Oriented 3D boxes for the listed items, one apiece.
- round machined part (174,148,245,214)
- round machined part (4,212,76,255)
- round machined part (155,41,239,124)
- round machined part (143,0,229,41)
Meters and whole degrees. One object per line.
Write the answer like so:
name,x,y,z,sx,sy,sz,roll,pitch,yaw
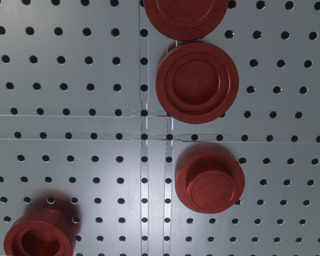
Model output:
round machined part,0.070,0.080,0.434,0.099,0.042,0.097,0,110,0
round machined part,-0.175,0.167,0.464,0.099,0.042,0.097,0,110,0
round machined part,0.044,-0.058,0.383,0.099,0.042,0.097,0,110,0
round machined part,0.030,-0.148,0.350,0.099,0.042,0.097,0,110,0
